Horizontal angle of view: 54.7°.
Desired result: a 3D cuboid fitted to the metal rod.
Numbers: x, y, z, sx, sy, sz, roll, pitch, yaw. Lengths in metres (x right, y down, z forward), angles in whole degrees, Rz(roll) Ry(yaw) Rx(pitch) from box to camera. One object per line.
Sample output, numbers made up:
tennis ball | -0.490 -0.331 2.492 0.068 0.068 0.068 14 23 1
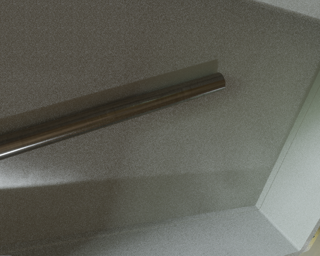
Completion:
metal rod | -0.056 -0.017 0.368 0.302 0.025 0.025 -19 126 -18
